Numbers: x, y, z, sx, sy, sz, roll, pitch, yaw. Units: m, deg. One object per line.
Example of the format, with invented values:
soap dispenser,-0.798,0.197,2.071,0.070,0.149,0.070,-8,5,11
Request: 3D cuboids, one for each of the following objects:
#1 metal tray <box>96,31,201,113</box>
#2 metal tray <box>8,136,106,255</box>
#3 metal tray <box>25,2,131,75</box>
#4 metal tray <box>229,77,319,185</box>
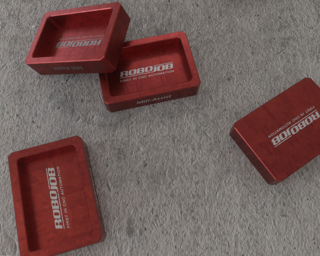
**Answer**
metal tray,-0.018,-0.080,0.434,0.131,0.030,0.090,-12,71,-5
metal tray,-0.124,0.083,0.374,0.091,0.030,0.130,-15,71,-6
metal tray,-0.112,-0.120,0.423,0.130,0.030,0.090,3,68,24
metal tray,0.170,0.002,0.406,0.131,0.030,0.090,-32,73,-11
